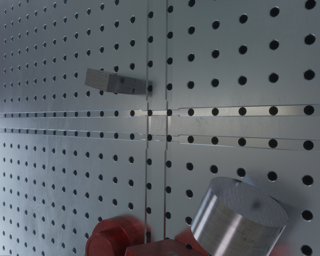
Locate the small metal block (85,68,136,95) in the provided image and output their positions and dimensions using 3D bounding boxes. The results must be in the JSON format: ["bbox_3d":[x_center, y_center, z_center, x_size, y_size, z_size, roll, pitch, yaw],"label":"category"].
[{"bbox_3d":[-0.073,-0.068,0.453,0.050,0.050,0.025,21,103,38],"label":"small metal block"}]

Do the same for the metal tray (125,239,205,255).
[{"bbox_3d":[0.033,0.166,0.337,0.130,0.090,0.030,14,89,39],"label":"metal tray"}]

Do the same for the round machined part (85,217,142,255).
[{"bbox_3d":[-0.074,0.185,0.459,0.098,0.042,0.097,0,90,40],"label":"round machined part"}]

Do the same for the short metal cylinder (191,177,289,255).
[{"bbox_3d":[0.078,0.092,0.309,0.080,0.081,0.050,33,111,35],"label":"short metal cylinder"}]
